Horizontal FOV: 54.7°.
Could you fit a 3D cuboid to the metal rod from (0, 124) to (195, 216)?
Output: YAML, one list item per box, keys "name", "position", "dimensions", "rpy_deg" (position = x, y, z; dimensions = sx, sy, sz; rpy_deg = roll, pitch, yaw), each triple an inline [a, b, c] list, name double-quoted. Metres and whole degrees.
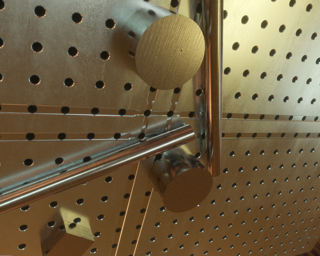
- name: "metal rod"
  position: [-0.093, 0.056, 0.394]
  dimensions: [0.302, 0.025, 0.025]
  rpy_deg: [-20, 126, -17]

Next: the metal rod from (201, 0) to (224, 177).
- name: "metal rod"
  position: [0.072, -0.052, 0.418]
  dimensions: [0.025, 0.025, 0.298]
  rpy_deg: [-19, 126, -17]

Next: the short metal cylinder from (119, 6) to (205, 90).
- name: "short metal cylinder"
  position: [0.002, -0.088, 0.341]
  dimensions: [0.081, 0.050, 0.079]
  rpy_deg: [-14, 124, -21]

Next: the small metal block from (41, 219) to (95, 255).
- name: "small metal block"
  position: [-0.131, 0.164, 0.441]
  dimensions: [0.050, 0.025, 0.050]
  rpy_deg: [-48, 129, 6]

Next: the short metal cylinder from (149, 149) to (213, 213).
- name: "short metal cylinder"
  position: [0.031, 0.078, 0.460]
  dimensions: [0.081, 0.050, 0.079]
  rpy_deg: [-14, 124, -21]
